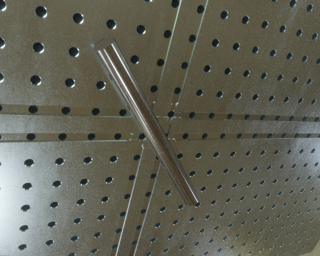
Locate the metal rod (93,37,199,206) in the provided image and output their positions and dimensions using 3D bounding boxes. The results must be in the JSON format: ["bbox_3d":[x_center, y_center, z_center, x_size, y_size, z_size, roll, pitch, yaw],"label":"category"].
[{"bbox_3d":[-0.003,0.015,0.417,0.025,0.025,0.299,-34,129,-6],"label":"metal rod"}]
